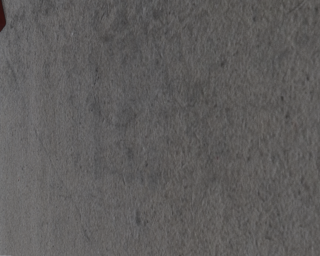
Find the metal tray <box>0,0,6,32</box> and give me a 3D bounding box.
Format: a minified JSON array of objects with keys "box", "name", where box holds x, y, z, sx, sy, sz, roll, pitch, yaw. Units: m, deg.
[{"box":[-0.418,-0.253,0.741,0.130,0.030,0.090,-28,73,36],"name":"metal tray"}]
